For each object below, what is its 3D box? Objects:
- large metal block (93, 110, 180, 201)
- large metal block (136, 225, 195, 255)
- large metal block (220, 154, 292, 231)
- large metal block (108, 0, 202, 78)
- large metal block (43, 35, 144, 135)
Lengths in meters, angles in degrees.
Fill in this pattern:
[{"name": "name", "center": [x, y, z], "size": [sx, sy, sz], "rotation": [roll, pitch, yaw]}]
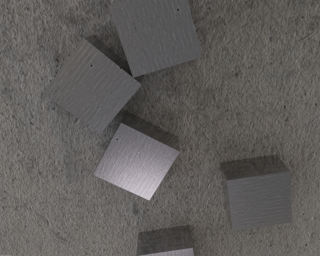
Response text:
[{"name": "large metal block", "center": [-0.030, 0.036, 0.409], "size": [0.080, 0.050, 0.080], "rotation": [27, 108, -10]}, {"name": "large metal block", "center": [0.013, 0.202, 0.471], "size": [0.080, 0.050, 0.079], "rotation": [-10, 110, 3]}, {"name": "large metal block", "center": [0.132, 0.089, 0.430], "size": [0.080, 0.050, 0.079], "rotation": [-9, 110, 3]}, {"name": "large metal block", "center": [-0.004, -0.112, 0.355], "size": [0.080, 0.050, 0.080], "rotation": [-16, 109, 5]}, {"name": "large metal block", "center": [-0.077, -0.053, 0.376], "size": [0.080, 0.050, 0.080], "rotation": [38, 106, -13]}]
